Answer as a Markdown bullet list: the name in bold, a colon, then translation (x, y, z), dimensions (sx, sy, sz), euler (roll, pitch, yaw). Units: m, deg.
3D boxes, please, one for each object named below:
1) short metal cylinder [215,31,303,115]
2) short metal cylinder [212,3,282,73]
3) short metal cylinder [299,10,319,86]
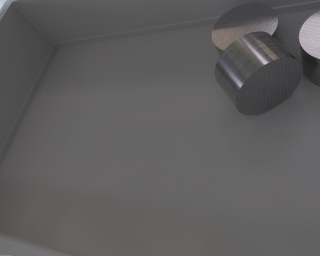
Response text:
- **short metal cylinder**: translation (0.110, -0.060, 0.350), dimensions (0.080, 0.080, 0.050), euler (-32, 52, 8)
- **short metal cylinder**: translation (0.113, -0.113, 0.400), dimensions (0.080, 0.050, 0.080), euler (-13, 56, 21)
- **short metal cylinder**: translation (0.198, -0.089, 0.340), dimensions (0.080, 0.050, 0.080), euler (-13, 56, 21)
